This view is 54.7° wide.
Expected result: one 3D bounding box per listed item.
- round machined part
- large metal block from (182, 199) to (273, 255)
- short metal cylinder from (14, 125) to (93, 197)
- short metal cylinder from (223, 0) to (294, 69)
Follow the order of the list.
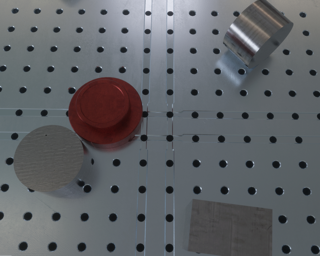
[{"bbox_3d":[-0.073,-0.025,0.411,0.099,0.042,0.098,0,70,0],"label":"round machined part"},{"bbox_3d":[0.070,0.113,0.342,0.080,0.080,0.050,7,70,2],"label":"large metal block"},{"bbox_3d":[-0.129,0.042,0.382,0.081,0.050,0.080,0,70,0],"label":"short metal cylinder"},{"bbox_3d":[0.135,-0.129,0.431,0.080,0.080,0.050,-37,75,-12],"label":"short metal cylinder"}]
